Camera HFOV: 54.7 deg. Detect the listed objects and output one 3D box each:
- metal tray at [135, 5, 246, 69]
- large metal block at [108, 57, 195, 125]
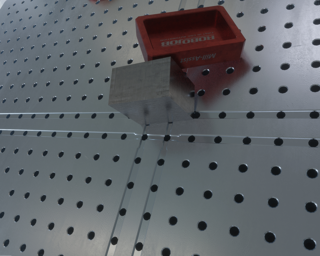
[{"bbox_3d":[0.039,-0.125,0.427,0.131,0.030,0.090,-11,53,-9],"label":"metal tray"},{"bbox_3d":[-0.007,-0.043,0.398,0.080,0.080,0.050,-6,70,25],"label":"large metal block"}]
